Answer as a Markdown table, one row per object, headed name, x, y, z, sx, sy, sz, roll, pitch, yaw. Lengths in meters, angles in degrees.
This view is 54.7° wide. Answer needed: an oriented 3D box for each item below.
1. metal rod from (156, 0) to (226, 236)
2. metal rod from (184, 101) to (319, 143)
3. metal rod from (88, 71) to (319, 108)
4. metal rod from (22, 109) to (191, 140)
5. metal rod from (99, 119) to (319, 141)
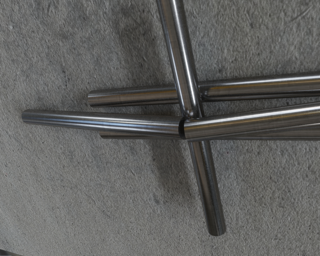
| name | x | y | z | sx | sy | sz | roll | pitch | yaw |
| --- | --- | --- | --- | --- | --- | --- | --- | --- | --- |
| metal rod | 0.043 | 0.006 | 0.356 | 0.025 | 0.025 | 0.298 | -1 | 118 | 28 |
| metal rod | 0.170 | -0.015 | 0.277 | 0.301 | 0.025 | 0.025 | -8 | 115 | 20 |
| metal rod | 0.041 | -0.042 | 0.359 | 0.300 | 0.025 | 0.025 | -1 | 118 | 28 |
| metal rod | -0.094 | -0.009 | 0.418 | 0.300 | 0.025 | 0.025 | 4 | 121 | 36 |
| metal rod | 0.053 | 0.002 | 0.380 | 0.300 | 0.025 | 0.025 | -1 | 118 | 28 |
